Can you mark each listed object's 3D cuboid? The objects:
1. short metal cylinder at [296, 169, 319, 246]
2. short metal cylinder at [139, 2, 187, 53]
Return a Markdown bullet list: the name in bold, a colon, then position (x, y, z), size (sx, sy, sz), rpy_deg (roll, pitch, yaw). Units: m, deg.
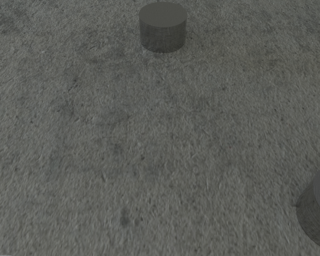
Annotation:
- **short metal cylinder**: position (0.191, 0.083, 0.320), size (0.081, 0.050, 0.080), rpy_deg (0, 50, 0)
- **short metal cylinder**: position (0.005, -0.174, 0.533), size (0.081, 0.050, 0.080), rpy_deg (0, 50, 0)
